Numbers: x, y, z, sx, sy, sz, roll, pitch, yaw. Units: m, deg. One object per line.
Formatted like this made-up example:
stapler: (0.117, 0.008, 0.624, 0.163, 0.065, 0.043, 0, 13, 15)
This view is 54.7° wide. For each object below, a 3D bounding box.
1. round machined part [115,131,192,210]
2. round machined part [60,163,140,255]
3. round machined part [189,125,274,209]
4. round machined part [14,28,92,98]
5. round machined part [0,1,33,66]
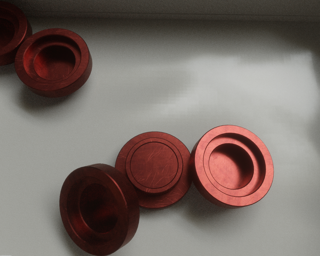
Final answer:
round machined part: (-0.007, 0.050, 0.382, 0.099, 0.042, 0.098, 0, 70, 0)
round machined part: (-0.063, 0.088, 0.351, 0.098, 0.042, 0.097, 2, 95, 30)
round machined part: (0.083, 0.049, 0.378, 0.099, 0.042, 0.098, 4, 68, -10)
round machined part: (-0.143, -0.086, 0.430, 0.099, 0.042, 0.098, 0, 70, -1)
round machined part: (-0.233, -0.130, 0.445, 0.099, 0.042, 0.098, 0, 70, -1)
